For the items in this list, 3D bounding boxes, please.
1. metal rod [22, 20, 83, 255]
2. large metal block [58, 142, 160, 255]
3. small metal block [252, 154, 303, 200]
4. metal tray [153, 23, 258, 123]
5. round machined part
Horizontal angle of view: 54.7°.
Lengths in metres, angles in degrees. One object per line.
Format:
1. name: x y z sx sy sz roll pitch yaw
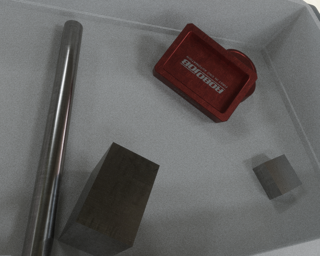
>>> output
1. metal rod: -0.114 -0.010 0.350 0.025 0.025 0.299 12 57 -22
2. large metal block: -0.050 0.073 0.300 0.050 0.080 0.080 29 52 -11
3. small metal block: 0.174 0.072 0.458 0.050 0.025 0.050 -14 69 -34
4. metal tray: 0.066 -0.080 0.460 0.130 0.030 0.090 37 83 -4
5. round machined part: 0.122 -0.094 0.520 0.099 0.042 0.098 14 56 -21
